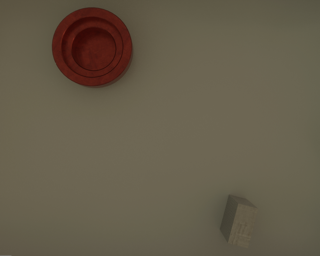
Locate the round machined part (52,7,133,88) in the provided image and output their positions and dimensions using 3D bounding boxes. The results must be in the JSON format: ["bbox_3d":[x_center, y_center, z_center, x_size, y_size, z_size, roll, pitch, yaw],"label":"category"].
[{"bbox_3d":[-0.084,-0.100,0.402,0.099,0.042,0.097,0,90,-1],"label":"round machined part"}]

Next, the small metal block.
[{"bbox_3d":[0.101,0.119,0.400,0.025,0.050,0.050,15,90,0],"label":"small metal block"}]
